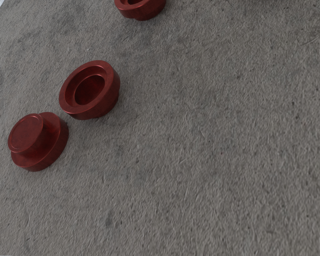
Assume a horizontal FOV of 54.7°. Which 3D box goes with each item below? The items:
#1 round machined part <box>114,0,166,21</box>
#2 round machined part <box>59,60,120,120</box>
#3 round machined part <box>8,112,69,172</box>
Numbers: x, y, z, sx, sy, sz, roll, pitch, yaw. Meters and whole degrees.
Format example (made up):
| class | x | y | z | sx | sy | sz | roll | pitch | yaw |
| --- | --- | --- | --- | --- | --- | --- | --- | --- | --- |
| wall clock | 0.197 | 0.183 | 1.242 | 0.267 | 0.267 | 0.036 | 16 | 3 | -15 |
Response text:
| class | x | y | z | sx | sy | sz | roll | pitch | yaw |
| --- | --- | --- | --- | --- | --- | --- | --- | --- | --- |
| round machined part | -0.028 | -0.230 | 0.549 | 0.098 | 0.042 | 0.098 | -13 | 56 | 21 |
| round machined part | -0.104 | -0.054 | 0.481 | 0.098 | 0.042 | 0.098 | -13 | 56 | 21 |
| round machined part | -0.197 | 0.016 | 0.487 | 0.098 | 0.042 | 0.098 | -13 | 56 | 21 |
